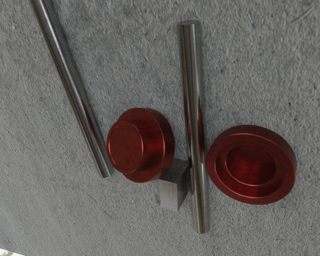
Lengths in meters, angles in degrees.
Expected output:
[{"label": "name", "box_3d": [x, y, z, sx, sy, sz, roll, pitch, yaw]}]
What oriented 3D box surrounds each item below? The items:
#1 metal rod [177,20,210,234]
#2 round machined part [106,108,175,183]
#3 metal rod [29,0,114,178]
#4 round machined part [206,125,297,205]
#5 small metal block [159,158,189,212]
[{"label": "metal rod", "box_3d": [0.046, 0.020, 0.394, 0.025, 0.025, 0.298, 7, 122, 24]}, {"label": "round machined part", "box_3d": [-0.032, 0.023, 0.399, 0.098, 0.042, 0.097, 2, 93, 42]}, {"label": "metal rod", "box_3d": [-0.122, -0.058, 0.434, 0.025, 0.025, 0.298, -1, 118, 29]}, {"label": "round machined part", "box_3d": [0.108, 0.039, 0.363, 0.098, 0.042, 0.097, 13, 124, 21]}, {"label": "small metal block", "box_3d": [0.022, 0.078, 0.427, 0.025, 0.050, 0.050, 11, 123, 22]}]
